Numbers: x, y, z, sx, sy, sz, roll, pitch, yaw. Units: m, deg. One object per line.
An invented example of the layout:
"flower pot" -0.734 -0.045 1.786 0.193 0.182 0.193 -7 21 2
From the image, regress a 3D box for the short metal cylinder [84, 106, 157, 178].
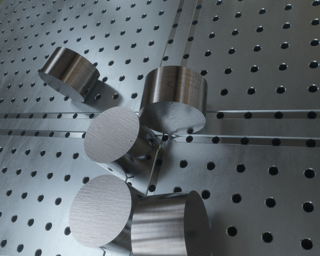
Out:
"short metal cylinder" -0.051 0.019 0.406 0.080 0.050 0.080 -13 56 20

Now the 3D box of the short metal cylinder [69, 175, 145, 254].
"short metal cylinder" -0.056 0.100 0.359 0.080 0.050 0.080 -13 56 20

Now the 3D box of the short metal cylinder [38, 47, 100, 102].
"short metal cylinder" -0.145 -0.085 0.499 0.080 0.080 0.050 17 71 34

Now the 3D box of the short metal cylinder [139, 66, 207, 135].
"short metal cylinder" 0.017 -0.032 0.382 0.080 0.080 0.050 -6 59 25

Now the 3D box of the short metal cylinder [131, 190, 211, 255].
"short metal cylinder" 0.014 0.104 0.301 0.050 0.080 0.080 -12 57 22
